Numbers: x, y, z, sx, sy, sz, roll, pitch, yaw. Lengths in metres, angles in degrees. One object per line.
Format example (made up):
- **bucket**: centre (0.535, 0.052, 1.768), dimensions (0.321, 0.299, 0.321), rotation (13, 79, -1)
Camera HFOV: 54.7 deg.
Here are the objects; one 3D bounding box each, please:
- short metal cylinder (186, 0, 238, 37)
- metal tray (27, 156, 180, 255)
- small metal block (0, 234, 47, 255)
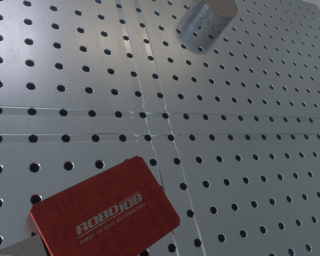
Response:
- **short metal cylinder**: centre (0.097, -0.218, 0.577), dimensions (0.081, 0.050, 0.080), rotation (14, 56, -21)
- **metal tray**: centre (-0.053, 0.094, 0.319), dimensions (0.131, 0.030, 0.090), rotation (-24, 75, -36)
- **small metal block**: centre (-0.122, 0.127, 0.265), dimensions (0.050, 0.025, 0.050), rotation (-16, 70, -34)
